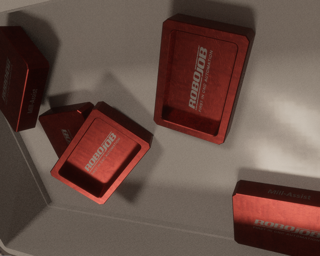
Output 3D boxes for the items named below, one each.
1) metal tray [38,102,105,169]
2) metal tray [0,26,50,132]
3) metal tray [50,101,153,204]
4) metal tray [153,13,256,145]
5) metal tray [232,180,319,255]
[{"bbox_3d":[-0.123,0.028,0.486,0.090,0.030,0.129,-6,116,30],"label":"metal tray"},{"bbox_3d":[-0.207,-0.069,0.450,0.090,0.030,0.129,49,132,20],"label":"metal tray"},{"bbox_3d":[-0.083,0.038,0.436,0.090,0.030,0.129,34,113,-11],"label":"metal tray"},{"bbox_3d":[0.044,-0.052,0.348,0.090,0.030,0.129,18,126,17],"label":"metal tray"},{"bbox_3d":[0.162,0.119,0.393,0.130,0.030,0.089,5,121,25],"label":"metal tray"}]
